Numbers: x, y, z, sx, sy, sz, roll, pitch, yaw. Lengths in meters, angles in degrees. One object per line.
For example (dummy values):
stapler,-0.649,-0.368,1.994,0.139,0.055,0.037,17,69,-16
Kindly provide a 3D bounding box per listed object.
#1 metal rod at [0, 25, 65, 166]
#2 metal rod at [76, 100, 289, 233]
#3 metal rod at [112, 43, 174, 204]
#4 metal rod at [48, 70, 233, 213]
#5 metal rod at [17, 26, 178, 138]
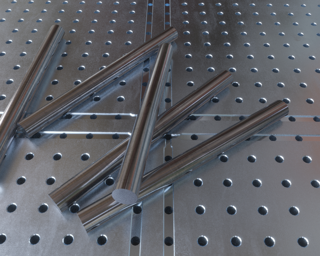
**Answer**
metal rod,-0.194,-0.058,0.453,0.025,0.025,0.300,4,50,3
metal rod,0.044,0.036,0.378,0.302,0.025,0.025,-27,55,-21
metal rod,-0.012,-0.033,0.407,0.025,0.025,0.300,7,42,5
metal rod,-0.006,0.002,0.405,0.302,0.025,0.025,-37,59,-27
metal rod,-0.078,-0.082,0.475,0.025,0.025,0.302,34,58,25
